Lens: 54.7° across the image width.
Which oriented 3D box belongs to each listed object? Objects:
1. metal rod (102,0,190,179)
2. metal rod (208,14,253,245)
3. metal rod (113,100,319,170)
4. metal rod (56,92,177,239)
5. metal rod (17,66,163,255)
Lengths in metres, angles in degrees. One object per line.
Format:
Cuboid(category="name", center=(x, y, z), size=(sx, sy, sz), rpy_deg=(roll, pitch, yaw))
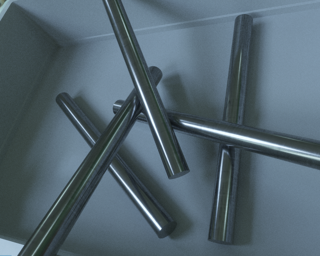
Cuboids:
Cuboid(category="metal rod", center=(-0.029, -0.079, 0.392), size=(0.025, 0.025, 0.299), rpy_deg=(-26, 69, 12))
Cuboid(category="metal rod", center=(0.089, -0.019, 0.370), size=(0.025, 0.025, 0.300), rpy_deg=(-2, 61, 27))
Cuboid(category="metal rod", center=(0.047, -0.001, 0.353), size=(0.300, 0.025, 0.025), rpy_deg=(15, 69, 43))
Cuboid(category="metal rod", center=(-0.078, 0.030, 0.427), size=(0.025, 0.025, 0.300), rpy_deg=(-45, 51, -3))
Cuboid(category="metal rod", center=(-0.053, 0.013, 0.341), size=(0.025, 0.025, 0.301), rpy_deg=(-5, 36, 26))
